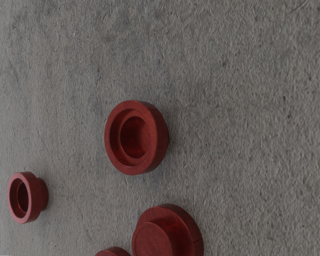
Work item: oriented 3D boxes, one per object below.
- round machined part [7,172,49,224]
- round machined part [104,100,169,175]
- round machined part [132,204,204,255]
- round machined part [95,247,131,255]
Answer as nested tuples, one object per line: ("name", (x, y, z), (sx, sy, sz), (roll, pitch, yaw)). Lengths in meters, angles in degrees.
("round machined part", (-0.255, 0.133, 0.605), (0.098, 0.042, 0.097), (0, 90, 40))
("round machined part", (-0.027, 0.012, 0.416), (0.098, 0.042, 0.097), (0, 90, 40))
("round machined part", (0.003, 0.149, 0.392), (0.098, 0.042, 0.097), (0, 90, 40))
("round machined part", (-0.074, 0.231, 0.455), (0.098, 0.042, 0.097), (0, 90, 40))
